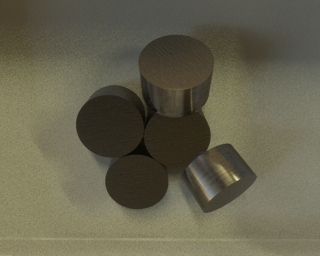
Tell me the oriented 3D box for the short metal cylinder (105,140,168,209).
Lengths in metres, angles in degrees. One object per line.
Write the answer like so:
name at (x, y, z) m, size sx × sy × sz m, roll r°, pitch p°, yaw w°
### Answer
short metal cylinder at (-0.030, 0.061, 0.418) m, size 0.081 × 0.050 × 0.079 m, roll 0°, pitch 110°, yaw -1°

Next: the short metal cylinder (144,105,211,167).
short metal cylinder at (0.021, 0.003, 0.397) m, size 0.081 × 0.050 × 0.079 m, roll 0°, pitch 110°, yaw -1°

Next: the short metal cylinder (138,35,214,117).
short metal cylinder at (0.018, -0.059, 0.351) m, size 0.081 × 0.080 × 0.050 m, roll -3°, pitch 149°, yaw 0°

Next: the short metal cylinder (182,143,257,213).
short metal cylinder at (0.076, 0.065, 0.399) m, size 0.081 × 0.050 × 0.080 m, roll -25°, pitch 149°, yaw -16°

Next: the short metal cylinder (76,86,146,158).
short metal cylinder at (-0.059, -0.009, 0.391) m, size 0.081 × 0.050 × 0.079 m, roll 0°, pitch 110°, yaw -1°
